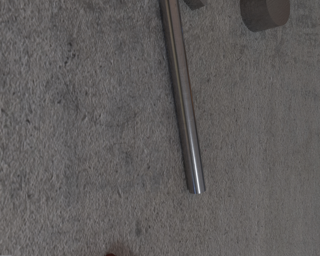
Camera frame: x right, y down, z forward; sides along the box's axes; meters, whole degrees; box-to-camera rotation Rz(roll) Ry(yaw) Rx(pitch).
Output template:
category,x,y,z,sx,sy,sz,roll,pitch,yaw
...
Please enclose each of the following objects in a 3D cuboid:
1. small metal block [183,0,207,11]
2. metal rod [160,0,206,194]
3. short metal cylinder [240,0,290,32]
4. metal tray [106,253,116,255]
category,x,y,z,sx,sy,sz,roll,pitch,yaw
small metal block,0.049,-0.209,0.448,0.050,0.025,0.050,37,67,-34
metal rod,0.031,-0.054,0.432,0.025,0.025,0.298,-16,100,-39
short metal cylinder,0.186,-0.215,0.548,0.081,0.050,0.079,0,90,-40
metal tray,-0.041,0.225,0.369,0.130,0.030,0.090,53,59,-27
